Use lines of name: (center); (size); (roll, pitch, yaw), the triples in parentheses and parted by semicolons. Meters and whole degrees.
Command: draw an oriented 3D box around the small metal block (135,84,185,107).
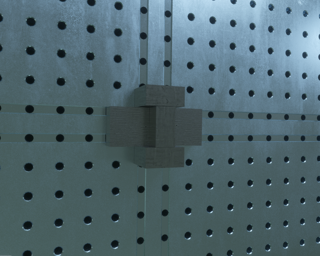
small metal block: (-0.001, -0.039, 0.399); (0.050, 0.050, 0.025); (1, 90, -20)

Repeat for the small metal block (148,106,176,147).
small metal block: (-0.002, -0.002, 0.399); (0.025, 0.050, 0.050); (1, 90, -20)

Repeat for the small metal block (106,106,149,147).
small metal block: (-0.042, -0.002, 0.398); (0.050, 0.025, 0.050); (1, 90, -21)

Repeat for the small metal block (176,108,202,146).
small metal block: (0.029, -0.001, 0.424); (0.050, 0.025, 0.050); (1, 90, -21)

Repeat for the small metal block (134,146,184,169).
small metal block: (-0.002, 0.036, 0.399); (0.050, 0.050, 0.025); (1, 90, -20)
